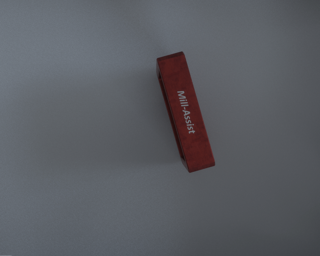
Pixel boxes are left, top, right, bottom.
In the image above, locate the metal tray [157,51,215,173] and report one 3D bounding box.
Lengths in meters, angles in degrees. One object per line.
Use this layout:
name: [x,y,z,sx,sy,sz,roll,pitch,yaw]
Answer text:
metal tray: [0.028,-0.017,0.376,0.030,0.090,0.129,-16,90,-1]
